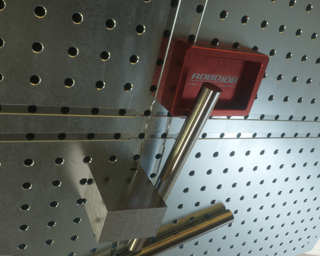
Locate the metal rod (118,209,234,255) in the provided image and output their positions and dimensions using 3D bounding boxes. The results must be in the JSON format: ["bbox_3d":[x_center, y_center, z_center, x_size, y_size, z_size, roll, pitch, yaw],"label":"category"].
[{"bbox_3d":[-0.004,0.206,0.536,0.302,0.025,0.025,-17,125,-19],"label":"metal rod"}]

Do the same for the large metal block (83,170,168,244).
[{"bbox_3d":[-0.049,0.100,0.411,0.081,0.080,0.050,5,116,-31],"label":"large metal block"}]

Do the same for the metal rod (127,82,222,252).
[{"bbox_3d":[0.010,0.072,0.437,0.025,0.025,0.298,5,123,-31],"label":"metal rod"}]

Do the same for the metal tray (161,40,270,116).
[{"bbox_3d":[0.074,-0.062,0.409,0.131,0.030,0.089,-1,119,-28],"label":"metal tray"}]
